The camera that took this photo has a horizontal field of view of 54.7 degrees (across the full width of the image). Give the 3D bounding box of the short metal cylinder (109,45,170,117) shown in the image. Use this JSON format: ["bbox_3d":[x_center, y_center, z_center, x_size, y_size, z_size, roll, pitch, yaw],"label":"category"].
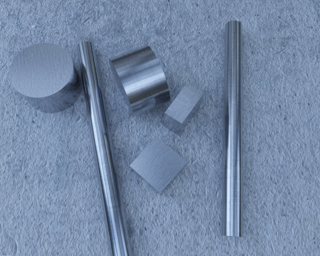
[{"bbox_3d":[-0.027,-0.061,0.401,0.050,0.080,0.080,-23,72,-8],"label":"short metal cylinder"}]

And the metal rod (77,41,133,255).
[{"bbox_3d":[-0.075,0.019,0.400,0.025,0.025,0.299,-12,70,-4],"label":"metal rod"}]

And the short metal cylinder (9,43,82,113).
[{"bbox_3d":[-0.151,-0.066,0.418,0.081,0.050,0.080,0,70,0],"label":"short metal cylinder"}]

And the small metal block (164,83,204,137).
[{"bbox_3d":[0.030,-0.023,0.403,0.025,0.050,0.050,33,73,11],"label":"small metal block"}]

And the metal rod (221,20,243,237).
[{"bbox_3d":[0.097,-0.013,0.413,0.025,0.025,0.299,5,70,2],"label":"metal rod"}]

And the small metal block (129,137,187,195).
[{"bbox_3d":[-0.002,0.048,0.390,0.050,0.025,0.050,40,75,13],"label":"small metal block"}]
